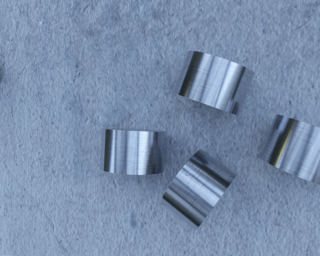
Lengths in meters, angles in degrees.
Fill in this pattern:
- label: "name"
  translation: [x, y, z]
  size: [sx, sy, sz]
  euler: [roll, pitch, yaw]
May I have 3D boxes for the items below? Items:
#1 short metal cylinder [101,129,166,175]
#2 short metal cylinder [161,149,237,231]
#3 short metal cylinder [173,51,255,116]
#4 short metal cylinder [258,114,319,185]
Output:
- label: "short metal cylinder"
  translation: [-0.033, 0.027, 0.391]
  size: [0.080, 0.080, 0.050]
  euler: [3, 91, 19]
- label: "short metal cylinder"
  translation: [0.046, 0.071, 0.363]
  size: [0.050, 0.080, 0.080]
  euler: [36, 101, 16]
- label: "short metal cylinder"
  translation: [0.061, -0.051, 0.358]
  size: [0.080, 0.080, 0.050]
  euler: [22, 97, 18]
- label: "short metal cylinder"
  translation: [0.152, 0.023, 0.326]
  size: [0.080, 0.080, 0.050]
  euler: [22, 98, 18]
